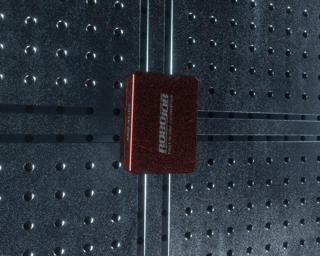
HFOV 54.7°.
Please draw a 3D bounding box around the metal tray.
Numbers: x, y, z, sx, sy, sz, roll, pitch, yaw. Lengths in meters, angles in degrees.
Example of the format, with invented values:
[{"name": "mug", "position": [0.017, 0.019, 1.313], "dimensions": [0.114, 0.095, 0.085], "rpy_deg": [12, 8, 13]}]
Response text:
[{"name": "metal tray", "position": [0.002, -0.006, 0.411], "dimensions": [0.091, 0.030, 0.129], "rpy_deg": [2, 89, -21]}]
